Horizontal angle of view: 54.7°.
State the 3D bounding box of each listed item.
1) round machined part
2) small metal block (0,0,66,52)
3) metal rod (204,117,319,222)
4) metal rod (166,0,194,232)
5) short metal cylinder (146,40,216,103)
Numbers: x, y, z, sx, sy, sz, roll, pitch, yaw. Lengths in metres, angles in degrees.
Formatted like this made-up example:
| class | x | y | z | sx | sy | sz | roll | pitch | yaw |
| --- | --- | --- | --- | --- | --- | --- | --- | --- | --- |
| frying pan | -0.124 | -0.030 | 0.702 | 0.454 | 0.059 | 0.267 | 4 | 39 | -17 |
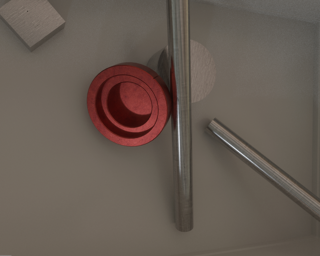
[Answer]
| class | x | y | z | sx | sy | sz | roll | pitch | yaw |
| --- | --- | --- | --- | --- | --- | --- | --- | --- | --- |
| round machined part | -0.033 | -0.030 | 0.373 | 0.098 | 0.042 | 0.097 | 5 | 111 | 13 |
| small metal block | -0.147 | -0.125 | 0.356 | 0.050 | 0.025 | 0.050 | -44 | 104 | -15 |
| metal rod | 0.186 | 0.088 | 0.419 | 0.300 | 0.025 | 0.025 | 39 | 76 | 8 |
| metal rod | 0.026 | -0.005 | 0.376 | 0.025 | 0.025 | 0.298 | -11 | 111 | -20 |
| short metal cylinder | 0.026 | -0.071 | 0.408 | 0.081 | 0.050 | 0.079 | 0 | 90 | -21 |
